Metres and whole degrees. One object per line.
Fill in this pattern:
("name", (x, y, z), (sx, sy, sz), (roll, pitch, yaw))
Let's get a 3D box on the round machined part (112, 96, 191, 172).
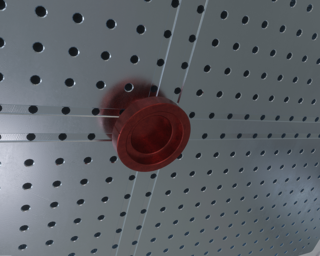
("round machined part", (-0.014, 0.004, 0.394), (0.099, 0.042, 0.097), (-14, 124, -21))
